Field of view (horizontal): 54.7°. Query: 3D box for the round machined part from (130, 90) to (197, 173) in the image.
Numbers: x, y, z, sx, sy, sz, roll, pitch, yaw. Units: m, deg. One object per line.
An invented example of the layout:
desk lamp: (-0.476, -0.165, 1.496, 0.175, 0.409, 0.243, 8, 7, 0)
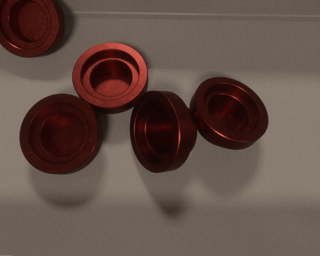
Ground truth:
round machined part: (0.007, 0.004, 0.379, 0.042, 0.098, 0.098, -3, 66, -38)

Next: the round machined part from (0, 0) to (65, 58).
round machined part: (-0.181, -0.150, 0.437, 0.099, 0.042, 0.097, 2, 106, 6)

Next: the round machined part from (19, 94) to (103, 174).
round machined part: (-0.119, 0.009, 0.389, 0.099, 0.042, 0.098, -1, 79, 7)

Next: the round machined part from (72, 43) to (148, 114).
round machined part: (-0.065, -0.064, 0.423, 0.099, 0.042, 0.098, 0, 70, -1)

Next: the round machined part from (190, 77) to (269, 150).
round machined part: (0.084, -0.015, 0.396, 0.099, 0.042, 0.098, 9, 56, -14)
